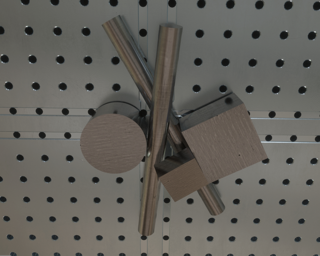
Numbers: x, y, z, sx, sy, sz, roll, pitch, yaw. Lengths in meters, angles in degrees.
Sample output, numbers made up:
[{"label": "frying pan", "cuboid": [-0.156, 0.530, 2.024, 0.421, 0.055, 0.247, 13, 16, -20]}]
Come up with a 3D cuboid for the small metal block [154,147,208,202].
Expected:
[{"label": "small metal block", "cuboid": [0.028, 0.060, 0.398, 0.050, 0.025, 0.050, -29, 123, 2]}]

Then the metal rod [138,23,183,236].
[{"label": "metal rod", "cuboid": [-0.004, 0.022, 0.397, 0.025, 0.025, 0.298, 6, 118, -2]}]

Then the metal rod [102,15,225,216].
[{"label": "metal rod", "cuboid": [0.013, -0.003, 0.408, 0.025, 0.025, 0.299, -27, 109, 9]}]

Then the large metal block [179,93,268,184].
[{"label": "large metal block", "cuboid": [0.080, 0.012, 0.401, 0.080, 0.050, 0.080, -26, 108, 9]}]

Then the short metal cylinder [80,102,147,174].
[{"label": "short metal cylinder", "cuboid": [-0.057, 0.012, 0.400, 0.081, 0.050, 0.079, 0, 110, -1]}]
